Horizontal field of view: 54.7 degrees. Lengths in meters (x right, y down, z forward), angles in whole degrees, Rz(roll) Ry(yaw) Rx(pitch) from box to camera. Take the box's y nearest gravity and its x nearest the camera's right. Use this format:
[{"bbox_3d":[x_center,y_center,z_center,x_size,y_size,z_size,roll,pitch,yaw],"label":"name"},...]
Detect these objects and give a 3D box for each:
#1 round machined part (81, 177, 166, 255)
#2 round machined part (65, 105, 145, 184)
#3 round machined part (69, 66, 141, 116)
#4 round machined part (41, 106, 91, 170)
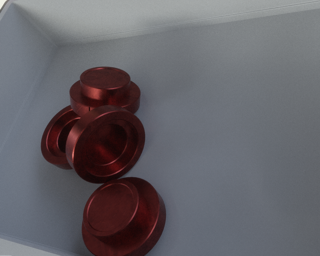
[{"bbox_3d":[-0.046,0.097,0.349,0.098,0.042,0.098,-15,46,16],"label":"round machined part"},{"bbox_3d":[-0.071,0.017,0.386,0.098,0.098,0.042,-50,45,-7],"label":"round machined part"},{"bbox_3d":[-0.077,-0.053,0.436,0.099,0.042,0.098,4,35,-3],"label":"round machined part"},{"bbox_3d":[-0.118,0.015,0.448,0.098,0.042,0.098,-13,56,21],"label":"round machined part"}]
